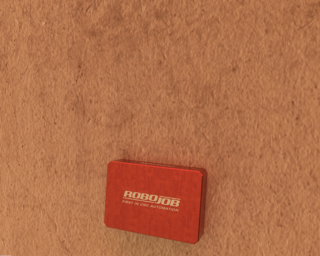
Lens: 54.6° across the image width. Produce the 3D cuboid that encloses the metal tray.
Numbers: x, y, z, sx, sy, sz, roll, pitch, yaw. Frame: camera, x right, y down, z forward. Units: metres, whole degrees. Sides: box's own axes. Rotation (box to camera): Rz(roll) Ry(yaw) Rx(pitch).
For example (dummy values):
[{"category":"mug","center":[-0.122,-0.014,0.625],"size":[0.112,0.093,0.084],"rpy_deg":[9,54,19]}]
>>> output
[{"category":"metal tray","center":[-0.007,0.093,0.409],"size":[0.130,0.030,0.090],"rpy_deg":[4,91,20]}]
